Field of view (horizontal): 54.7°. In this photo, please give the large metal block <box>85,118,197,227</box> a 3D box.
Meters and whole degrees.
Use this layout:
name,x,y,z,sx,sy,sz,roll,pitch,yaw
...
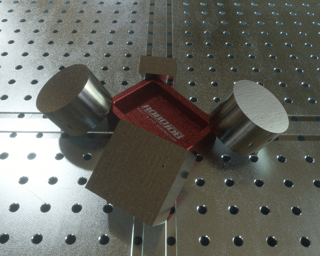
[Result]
name,x,y,z,sx,sy,sz,roll,pitch,yaw
large metal block,-0.018,0.047,0.329,0.080,0.050,0.080,25,85,19

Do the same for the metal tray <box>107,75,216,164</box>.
name,x,y,z,sx,sy,sz,roll,pitch,yaw
metal tray,0.000,-0.010,0.411,0.091,0.030,0.130,-34,58,-25

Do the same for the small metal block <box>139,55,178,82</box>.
name,x,y,z,sx,sy,sz,roll,pitch,yaw
small metal block,-0.001,-0.087,0.461,0.050,0.050,0.025,7,88,6

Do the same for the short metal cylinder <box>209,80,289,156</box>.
name,x,y,z,sx,sy,sz,roll,pitch,yaw
short metal cylinder,0.109,-0.013,0.383,0.081,0.050,0.080,18,47,-20

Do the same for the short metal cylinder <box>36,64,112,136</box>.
name,x,y,z,sx,sy,sz,roll,pitch,yaw
short metal cylinder,-0.110,-0.036,0.402,0.080,0.050,0.080,-17,48,19
